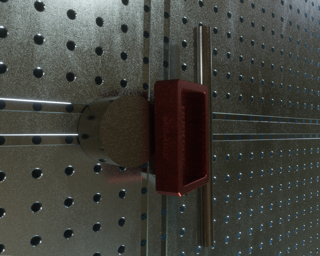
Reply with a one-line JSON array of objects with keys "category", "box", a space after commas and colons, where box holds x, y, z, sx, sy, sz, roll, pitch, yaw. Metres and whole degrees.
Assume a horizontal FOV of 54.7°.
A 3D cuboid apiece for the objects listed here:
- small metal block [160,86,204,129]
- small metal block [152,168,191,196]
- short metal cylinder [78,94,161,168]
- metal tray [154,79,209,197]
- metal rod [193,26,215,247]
[{"category": "small metal block", "box": [0.032, -0.029, 0.438, 0.050, 0.025, 0.050, -19, 103, -39]}, {"category": "small metal block", "box": [0.025, 0.059, 0.431, 0.050, 0.025, 0.050, 47, 62, -30]}, {"category": "short metal cylinder", "box": [-0.045, 0.003, 0.355, 0.081, 0.050, 0.079, 0, 90, -40]}, {"category": "metal tray", "box": [0.029, 0.010, 0.381, 0.090, 0.030, 0.129, -3, 92, -60]}, {"category": "metal rod", "box": [0.061, 0.012, 0.430, 0.025, 0.025, 0.298, -2, 91, -40]}]
